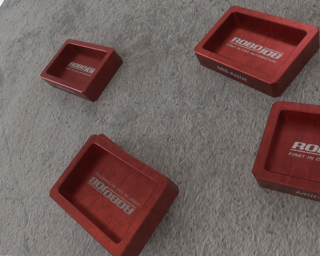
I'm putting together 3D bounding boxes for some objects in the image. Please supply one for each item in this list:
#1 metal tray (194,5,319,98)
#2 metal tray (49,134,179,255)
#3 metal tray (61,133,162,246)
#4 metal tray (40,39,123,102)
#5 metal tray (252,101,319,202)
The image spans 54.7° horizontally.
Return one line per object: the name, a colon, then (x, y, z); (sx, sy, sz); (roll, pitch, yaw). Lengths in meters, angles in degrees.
metal tray: (0.120, -0.104, 0.400); (0.090, 0.030, 0.130); (-49, 52, -7)
metal tray: (-0.055, 0.071, 0.346); (0.130, 0.030, 0.090); (26, 76, 36)
metal tray: (-0.060, 0.074, 0.387); (0.130, 0.030, 0.090); (33, 80, 38)
metal tray: (-0.138, -0.103, 0.536); (0.130, 0.030, 0.090); (21, 73, 35)
metal tray: (0.166, 0.026, 0.297); (0.130, 0.030, 0.090); (11, 67, 32)
